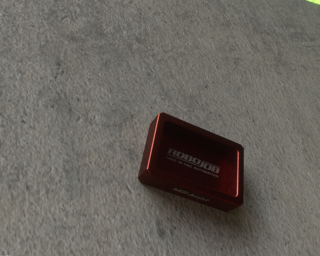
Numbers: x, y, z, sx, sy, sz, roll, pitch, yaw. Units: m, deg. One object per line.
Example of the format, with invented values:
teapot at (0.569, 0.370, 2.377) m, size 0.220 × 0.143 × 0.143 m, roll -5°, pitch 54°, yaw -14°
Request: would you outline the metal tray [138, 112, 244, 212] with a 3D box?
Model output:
metal tray at (0.045, 0.044, 0.397) m, size 0.131 × 0.030 × 0.090 m, roll 22°, pitch 54°, yaw -15°
